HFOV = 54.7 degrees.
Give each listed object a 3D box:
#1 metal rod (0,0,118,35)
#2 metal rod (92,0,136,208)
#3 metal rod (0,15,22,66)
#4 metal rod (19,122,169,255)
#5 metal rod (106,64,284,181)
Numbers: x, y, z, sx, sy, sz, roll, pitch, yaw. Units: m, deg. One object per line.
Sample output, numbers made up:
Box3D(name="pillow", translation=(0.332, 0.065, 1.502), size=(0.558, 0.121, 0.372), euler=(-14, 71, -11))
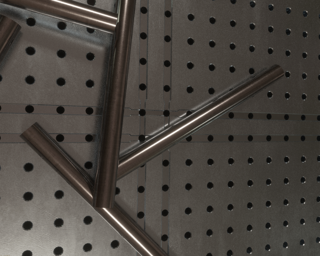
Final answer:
Box3D(name="metal rod", translation=(-0.195, -0.153, 0.326), size=(0.302, 0.025, 0.025), euler=(12, 86, -15))
Box3D(name="metal rod", translation=(-0.053, -0.056, 0.379), size=(0.025, 0.025, 0.298), euler=(8, 82, -20))
Box3D(name="metal rod", translation=(-0.231, 0.014, 0.327), size=(0.025, 0.025, 0.299), euler=(28, 81, -18))
Box3D(name="metal rod", translation=(-0.057, 0.111, 0.392), size=(0.025, 0.025, 0.300), euler=(-45, 104, -15))
Box3D(name="metal rod", translation=(0.059, -0.014, 0.435), size=(0.302, 0.025, 0.025), euler=(-31, 101, -18))
